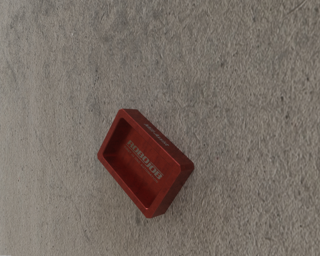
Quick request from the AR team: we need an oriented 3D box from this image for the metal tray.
[{"bbox_3d":[-0.025,0.044,0.422,0.130,0.030,0.089,43,116,31],"label":"metal tray"}]
